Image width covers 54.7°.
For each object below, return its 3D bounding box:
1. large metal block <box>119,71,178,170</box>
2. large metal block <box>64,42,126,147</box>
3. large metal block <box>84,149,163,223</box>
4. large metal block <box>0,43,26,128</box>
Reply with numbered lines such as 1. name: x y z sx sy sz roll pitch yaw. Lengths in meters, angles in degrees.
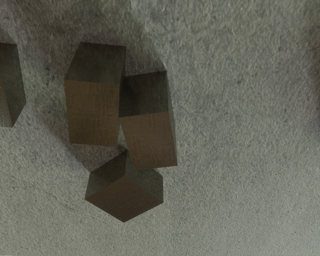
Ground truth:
1. large metal block: -0.011 -0.009 0.363 0.050 0.080 0.080 -7 130 5
2. large metal block: -0.067 -0.037 0.338 0.050 0.080 0.079 5 130 -5
3. large metal block: -0.052 0.089 0.466 0.080 0.050 0.080 -33 123 24
4. large metal block: -0.204 -0.050 0.345 0.081 0.050 0.079 6 130 -6
